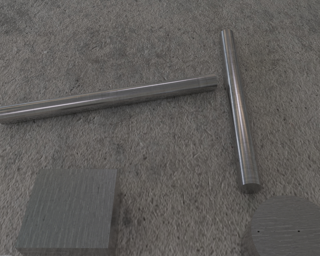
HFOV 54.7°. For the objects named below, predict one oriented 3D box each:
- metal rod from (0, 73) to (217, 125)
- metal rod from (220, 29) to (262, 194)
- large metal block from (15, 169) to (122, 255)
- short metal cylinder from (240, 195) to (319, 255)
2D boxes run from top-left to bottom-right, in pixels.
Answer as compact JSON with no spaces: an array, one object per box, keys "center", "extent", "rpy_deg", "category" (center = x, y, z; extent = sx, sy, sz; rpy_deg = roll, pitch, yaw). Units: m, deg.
[{"center":[-0.066,-0.043,0.438],"extent":[0.302,0.025,0.025],"rpy_deg":[-10,51,-9],"category":"metal rod"},{"center":[0.109,-0.047,0.442],"extent":[0.025,0.025,0.300],"rpy_deg":[2,50,2],"category":"metal rod"},{"center":[-0.085,0.089,0.312],"extent":[0.081,0.050,0.080],"rpy_deg":[0,50,0],"category":"large metal block"},{"center":[0.122,0.112,0.294],"extent":[0.081,0.050,0.080],"rpy_deg":[0,50,0],"category":"short metal cylinder"}]
